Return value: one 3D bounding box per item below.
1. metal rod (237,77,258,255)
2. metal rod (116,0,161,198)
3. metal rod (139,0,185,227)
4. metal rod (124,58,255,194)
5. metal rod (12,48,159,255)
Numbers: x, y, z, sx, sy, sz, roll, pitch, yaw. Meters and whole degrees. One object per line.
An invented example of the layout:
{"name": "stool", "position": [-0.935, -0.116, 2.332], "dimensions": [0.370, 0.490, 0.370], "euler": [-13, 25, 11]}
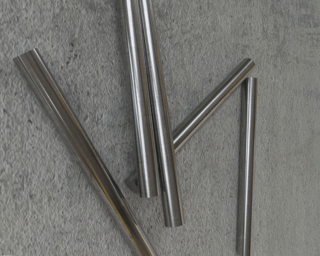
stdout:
{"name": "metal rod", "position": [0.149, 0.064, 0.529], "dimensions": [0.025, 0.025, 0.298], "euler": [4, 88, -40]}
{"name": "metal rod", "position": [-0.029, -0.070, 0.362], "dimensions": [0.025, 0.025, 0.298], "euler": [-6, 89, -40]}
{"name": "metal rod", "position": [-0.003, -0.031, 0.379], "dimensions": [0.025, 0.025, 0.298], "euler": [-7, 88, -40]}
{"name": "metal rod", "position": [0.059, -0.019, 0.453], "dimensions": [0.301, 0.025, 0.025], "euler": [-44, 117, -31]}
{"name": "metal rod", "position": [-0.068, 0.055, 0.347], "dimensions": [0.025, 0.025, 0.299], "euler": [-40, 114, -33]}
